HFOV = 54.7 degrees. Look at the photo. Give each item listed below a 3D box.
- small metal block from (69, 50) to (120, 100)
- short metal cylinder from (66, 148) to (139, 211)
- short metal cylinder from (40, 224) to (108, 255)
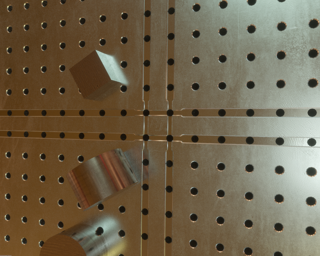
[{"bbox_3d":[-0.094,-0.075,0.446,0.050,0.025,0.050,-31,80,17],"label":"small metal block"},{"bbox_3d":[-0.075,0.068,0.410,0.080,0.080,0.050,-32,80,17],"label":"short metal cylinder"},{"bbox_3d":[-0.122,0.184,0.442,0.080,0.050,0.079,0,90,20],"label":"short metal cylinder"}]
